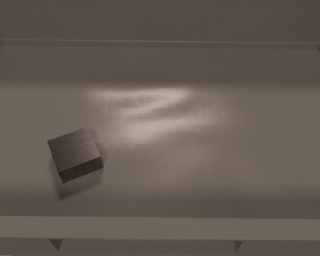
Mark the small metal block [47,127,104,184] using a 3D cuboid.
[{"bbox_3d":[-0.103,0.032,0.377,0.050,0.025,0.050,-21,53,-17],"label":"small metal block"}]
